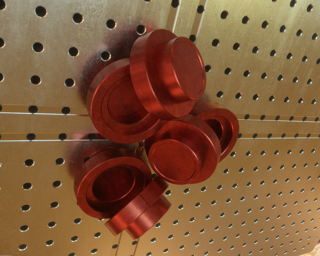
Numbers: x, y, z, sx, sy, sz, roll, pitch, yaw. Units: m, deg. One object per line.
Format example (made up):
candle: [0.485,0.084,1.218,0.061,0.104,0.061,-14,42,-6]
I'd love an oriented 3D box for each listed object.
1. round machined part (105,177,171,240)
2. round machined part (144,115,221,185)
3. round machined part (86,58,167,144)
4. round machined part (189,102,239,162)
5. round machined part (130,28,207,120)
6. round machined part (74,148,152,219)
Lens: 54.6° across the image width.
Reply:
round machined part: [-0.023,0.111,0.418,0.098,0.098,0.042,-42,85,-4]
round machined part: [0.024,0.033,0.394,0.042,0.098,0.097,-51,148,-52]
round machined part: [-0.036,-0.034,0.358,0.099,0.042,0.097,-14,124,-21]
round machined part: [0.058,0.007,0.435,0.099,0.042,0.097,-14,124,-21]
round machined part: [0.016,-0.060,0.335,0.098,0.042,0.098,18,67,-51]
round machined part: [-0.063,0.067,0.406,0.099,0.042,0.097,-14,124,-21]
